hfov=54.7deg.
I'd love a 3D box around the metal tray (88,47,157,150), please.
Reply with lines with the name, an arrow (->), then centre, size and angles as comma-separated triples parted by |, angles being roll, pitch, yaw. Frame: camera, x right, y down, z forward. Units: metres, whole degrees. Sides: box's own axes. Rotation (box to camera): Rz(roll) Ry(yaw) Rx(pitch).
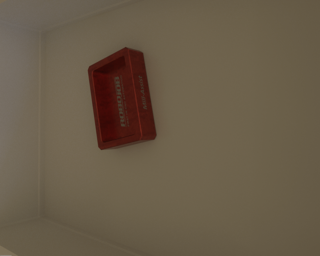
metal tray -> -0.058, -0.039, 0.448 | 0.090, 0.030, 0.129 | -15, 80, 38
